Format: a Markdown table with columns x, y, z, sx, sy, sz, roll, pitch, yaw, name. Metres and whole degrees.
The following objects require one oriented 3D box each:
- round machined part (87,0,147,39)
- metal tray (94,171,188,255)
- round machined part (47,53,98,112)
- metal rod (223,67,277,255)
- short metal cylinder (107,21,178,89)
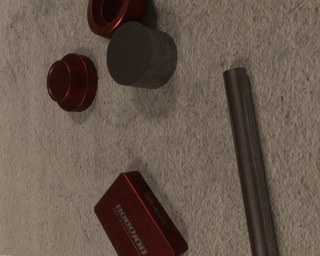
| x | y | z | sx | sy | sz | roll | pitch | yaw | name |
| --- | --- | --- | --- | --- | --- | --- | --- | --- | --- |
| -0.056 | -0.171 | 0.432 | 0.098 | 0.042 | 0.097 | -8 | 78 | 42 | round machined part |
| -0.032 | 0.136 | 0.426 | 0.090 | 0.030 | 0.130 | -52 | 60 | 27 | metal tray |
| -0.152 | -0.076 | 0.516 | 0.098 | 0.042 | 0.097 | 0 | 90 | 39 | round machined part |
| 0.101 | 0.085 | 0.320 | 0.025 | 0.025 | 0.298 | -13 | 82 | 39 | metal rod |
| -0.024 | -0.093 | 0.407 | 0.080 | 0.050 | 0.079 | 0 | 90 | 39 | short metal cylinder |
